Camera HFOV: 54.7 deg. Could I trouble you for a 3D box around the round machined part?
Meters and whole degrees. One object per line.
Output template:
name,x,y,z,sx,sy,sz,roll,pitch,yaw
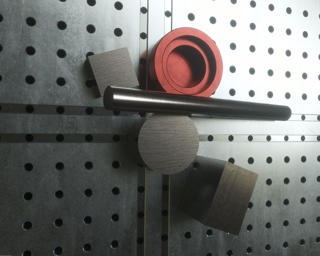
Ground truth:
round machined part,0.031,-0.081,0.416,0.099,0.042,0.097,0,90,-21

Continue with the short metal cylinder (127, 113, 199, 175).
short metal cylinder,0.003,0.017,0.402,0.081,0.050,0.079,0,90,-21

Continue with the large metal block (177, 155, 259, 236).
large metal block,0.074,0.085,0.412,0.050,0.080,0.080,24,82,-19

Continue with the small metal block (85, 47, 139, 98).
small metal block,-0.060,-0.070,0.391,0.050,0.025,0.050,-20,97,-19

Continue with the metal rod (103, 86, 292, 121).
metal rod,0.072,-0.027,0.403,0.302,0.025,0.025,2,90,-34
